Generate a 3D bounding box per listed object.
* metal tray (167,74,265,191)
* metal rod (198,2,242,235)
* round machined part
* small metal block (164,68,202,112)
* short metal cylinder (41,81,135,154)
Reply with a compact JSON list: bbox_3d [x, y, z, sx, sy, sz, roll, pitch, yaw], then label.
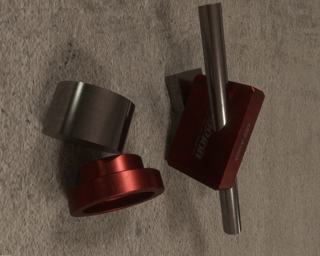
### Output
[{"bbox_3d":[0.068,0.003,0.398,0.030,0.090,0.129,12,99,-48],"label":"metal tray"},{"bbox_3d":[0.078,0.004,0.386,0.025,0.025,0.298,-26,115,-37],"label":"metal rod"},{"bbox_3d":[-0.048,0.059,0.326,0.099,0.098,0.042,1,63,-40],"label":"round machined part"},{"bbox_3d":[0.038,-0.055,0.439,0.050,0.025,0.050,-23,105,-38],"label":"small metal block"},{"bbox_3d":[-0.070,-0.008,0.311,0.080,0.080,0.050,23,75,-38],"label":"short metal cylinder"}]
